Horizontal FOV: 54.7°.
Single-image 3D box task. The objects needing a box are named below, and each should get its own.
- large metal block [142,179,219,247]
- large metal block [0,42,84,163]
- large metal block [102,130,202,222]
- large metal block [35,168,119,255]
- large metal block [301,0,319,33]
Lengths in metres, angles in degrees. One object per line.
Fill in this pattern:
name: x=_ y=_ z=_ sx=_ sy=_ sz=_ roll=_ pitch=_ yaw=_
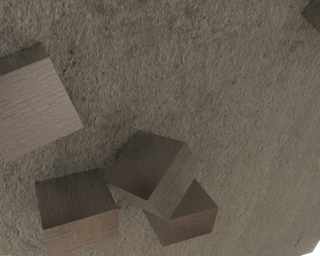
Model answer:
large metal block: x=0.026 y=0.117 z=0.458 sx=0.081 sy=0.080 sz=0.050 roll=-6 pitch=121 yaw=-25
large metal block: x=-0.132 y=-0.026 z=0.302 sx=0.080 sy=0.050 sz=0.080 roll=-26 pitch=128 yaw=-12
large metal block: x=-0.009 y=0.055 z=0.383 sx=0.080 sy=0.080 sz=0.050 roll=-55 pitch=133 yaw=-22
large metal block: x=-0.102 y=0.100 z=0.378 sx=0.081 sy=0.080 sz=0.050 roll=-11 pitch=123 yaw=-22
large metal block: x=0.257 y=-0.149 z=0.419 sx=0.080 sy=0.080 sz=0.050 roll=20 pitch=108 yaw=-36
